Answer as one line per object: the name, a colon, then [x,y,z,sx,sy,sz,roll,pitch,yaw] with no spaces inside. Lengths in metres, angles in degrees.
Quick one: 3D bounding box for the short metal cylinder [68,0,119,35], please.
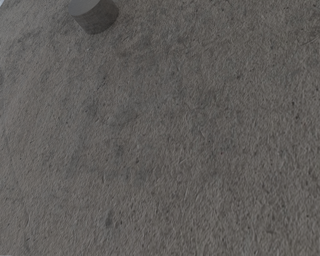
short metal cylinder: [-0.127,-0.227,0.594,0.080,0.050,0.080,-13,56,21]
